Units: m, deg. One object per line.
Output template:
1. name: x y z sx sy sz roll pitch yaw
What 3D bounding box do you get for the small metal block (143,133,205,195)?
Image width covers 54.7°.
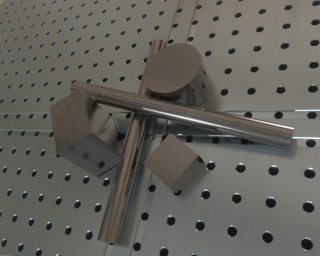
1. small metal block: 0.017 0.042 0.373 0.050 0.025 0.050 -48 52 -6

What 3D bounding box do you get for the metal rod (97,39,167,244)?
1. metal rod: -0.031 0.000 0.423 0.025 0.025 0.300 -1 61 27

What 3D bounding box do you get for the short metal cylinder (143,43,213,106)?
1. short metal cylinder: 0.025 -0.067 0.419 0.080 0.050 0.080 -13 56 20

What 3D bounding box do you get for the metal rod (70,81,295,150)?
1. metal rod: 0.008 -0.023 0.392 0.301 0.025 0.025 14 69 25

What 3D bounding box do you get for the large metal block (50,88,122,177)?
1. large metal block: -0.096 0.007 0.416 0.050 0.080 0.080 -31 52 8
